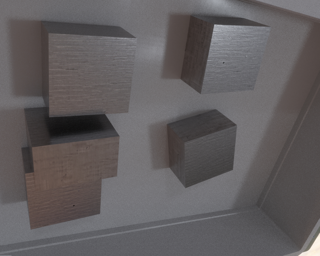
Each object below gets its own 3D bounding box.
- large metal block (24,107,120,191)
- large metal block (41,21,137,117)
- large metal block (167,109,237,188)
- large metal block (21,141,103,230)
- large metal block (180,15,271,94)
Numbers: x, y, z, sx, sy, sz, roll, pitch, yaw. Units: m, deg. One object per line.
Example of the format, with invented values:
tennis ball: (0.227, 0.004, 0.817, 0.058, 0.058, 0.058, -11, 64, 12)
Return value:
large metal block: (-0.096, 0.015, 0.331, 0.081, 0.080, 0.050, -7, 121, -25)
large metal block: (-0.075, -0.060, 0.316, 0.081, 0.050, 0.079, -5, 121, -27)
large metal block: (0.059, 0.028, 0.444, 0.081, 0.050, 0.079, -17, 126, -19)
large metal block: (-0.117, 0.065, 0.370, 0.081, 0.050, 0.079, -7, 122, -26)
large metal block: (0.078, -0.091, 0.381, 0.081, 0.050, 0.079, -7, 122, -25)
